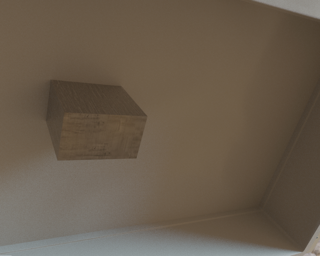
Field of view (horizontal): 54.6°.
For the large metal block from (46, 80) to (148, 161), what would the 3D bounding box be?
[{"bbox_3d":[-0.070,-0.010,0.328,0.081,0.080,0.050,2,118,-29],"label":"large metal block"}]
